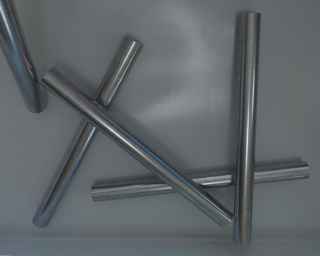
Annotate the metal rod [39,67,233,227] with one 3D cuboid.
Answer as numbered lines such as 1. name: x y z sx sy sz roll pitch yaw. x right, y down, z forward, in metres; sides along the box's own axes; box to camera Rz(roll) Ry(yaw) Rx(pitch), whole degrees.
1. metal rod: -0.020 0.033 0.395 0.300 0.025 0.025 40 105 -14

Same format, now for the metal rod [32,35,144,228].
1. metal rod: -0.104 0.017 0.416 0.025 0.025 0.298 28 108 -10

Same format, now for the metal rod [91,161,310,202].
1. metal rod: 0.055 0.076 0.439 0.302 0.025 0.025 -7 110 2

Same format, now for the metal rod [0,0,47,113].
1. metal rod: -0.140 -0.103 0.274 0.025 0.025 0.299 9 150 -4

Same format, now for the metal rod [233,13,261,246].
1. metal rod: 0.110 0.011 0.397 0.025 0.025 0.298 -2 103 0
